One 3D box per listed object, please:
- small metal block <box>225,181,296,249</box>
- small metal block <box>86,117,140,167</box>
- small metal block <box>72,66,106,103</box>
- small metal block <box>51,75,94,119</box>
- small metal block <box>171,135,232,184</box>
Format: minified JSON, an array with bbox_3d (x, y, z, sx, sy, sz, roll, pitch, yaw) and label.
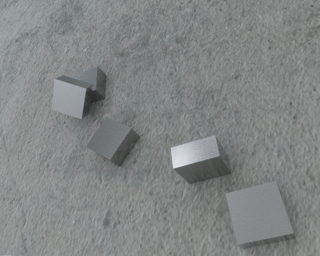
[{"bbox_3d":[0.097,0.085,0.301,0.050,0.025,0.050,-19,55,17],"label":"small metal block"},{"bbox_3d":[-0.064,0.018,0.425,0.050,0.025,0.050,23,74,36],"label":"small metal block"},{"bbox_3d":[-0.117,-0.067,0.504,0.050,0.025,0.050,-16,55,18],"label":"small metal block"},{"bbox_3d":[-0.134,-0.047,0.472,0.050,0.050,0.025,18,24,6],"label":"small metal block"},{"bbox_3d":[0.046,0.036,0.341,0.050,0.050,0.025,-18,55,18],"label":"small metal block"}]
